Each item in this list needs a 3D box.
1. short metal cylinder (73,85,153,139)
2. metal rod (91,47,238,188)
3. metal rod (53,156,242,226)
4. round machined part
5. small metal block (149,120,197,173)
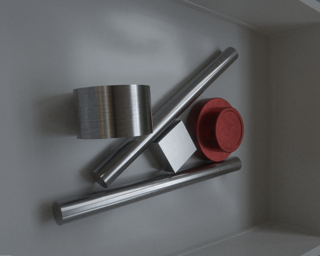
[{"bbox_3d":[-0.049,-0.017,0.330,0.081,0.080,0.050,-7,95,-40],"label":"short metal cylinder"},{"bbox_3d":[0.024,-0.031,0.427,0.301,0.025,0.025,-44,117,-31],"label":"metal rod"},{"bbox_3d":[0.010,0.073,0.415,0.302,0.025,0.025,-7,95,-40],"label":"metal rod"},{"bbox_3d":[0.090,0.002,0.470,0.099,0.042,0.097,0,90,-40],"label":"round machined part"},{"bbox_3d":[0.017,0.024,0.420,0.050,0.025,0.050,-43,116,-32],"label":"small metal block"}]
